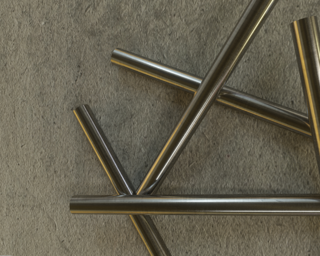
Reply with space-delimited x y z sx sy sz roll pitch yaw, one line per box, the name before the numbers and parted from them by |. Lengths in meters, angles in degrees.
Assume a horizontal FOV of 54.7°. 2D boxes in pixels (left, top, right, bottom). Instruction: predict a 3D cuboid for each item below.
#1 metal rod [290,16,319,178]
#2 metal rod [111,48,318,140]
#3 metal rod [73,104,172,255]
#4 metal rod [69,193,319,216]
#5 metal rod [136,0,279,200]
metal rod | 0.178 0.036 0.323 0.025 0.025 0.298 -12 95 19
metal rod | 0.071 -0.043 0.383 0.301 0.025 0.025 23 98 18
metal rod | -0.040 0.099 0.422 0.025 0.025 0.299 -34 79 17
metal rod | 0.032 0.094 0.379 0.301 0.025 0.025 -3 89 13
metal rod | 0.049 -0.031 0.366 0.025 0.025 0.298 36 111 16
